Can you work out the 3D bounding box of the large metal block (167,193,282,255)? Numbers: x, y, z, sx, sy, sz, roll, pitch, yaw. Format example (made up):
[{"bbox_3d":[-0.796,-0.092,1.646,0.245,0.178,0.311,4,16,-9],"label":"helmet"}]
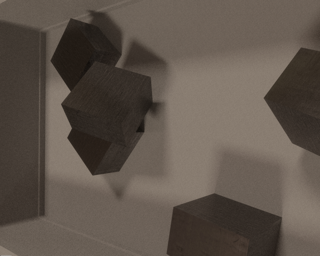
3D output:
[{"bbox_3d":[0.066,0.109,0.315,0.080,0.081,0.050,13,99,39],"label":"large metal block"}]

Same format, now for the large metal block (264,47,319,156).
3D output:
[{"bbox_3d":[0.140,-0.009,0.237,0.050,0.080,0.080,-53,43,-3],"label":"large metal block"}]

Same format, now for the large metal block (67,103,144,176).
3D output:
[{"bbox_3d":[-0.082,0.011,0.456,0.080,0.050,0.080,48,118,29],"label":"large metal block"}]

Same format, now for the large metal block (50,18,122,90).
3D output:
[{"bbox_3d":[-0.118,-0.110,0.485,0.080,0.050,0.080,51,120,27],"label":"large metal block"}]

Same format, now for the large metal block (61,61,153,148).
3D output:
[{"bbox_3d":[-0.064,-0.032,0.398,0.080,0.080,0.050,18,147,14],"label":"large metal block"}]
